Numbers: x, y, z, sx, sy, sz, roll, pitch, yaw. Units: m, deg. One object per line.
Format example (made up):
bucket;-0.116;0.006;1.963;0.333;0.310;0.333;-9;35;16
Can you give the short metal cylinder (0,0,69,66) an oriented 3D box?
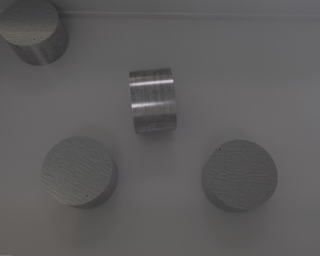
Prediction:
short metal cylinder;-0.179;-0.137;0.445;0.081;0.050;0.080;0;70;0

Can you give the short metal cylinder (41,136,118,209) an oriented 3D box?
short metal cylinder;-0.094;0.055;0.375;0.081;0.050;0.080;0;70;0

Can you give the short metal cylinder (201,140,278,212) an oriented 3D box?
short metal cylinder;0.093;0.059;0.375;0.081;0.050;0.080;0;70;0

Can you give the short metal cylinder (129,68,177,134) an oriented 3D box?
short metal cylinder;-0.009;-0.034;0.393;0.050;0.080;0.080;-6;70;-2
